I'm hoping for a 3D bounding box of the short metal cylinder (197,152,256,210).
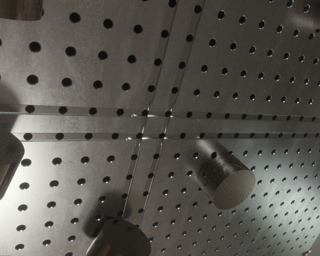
[{"bbox_3d":[0.109,0.087,0.511,0.081,0.050,0.079,-14,125,-21],"label":"short metal cylinder"}]

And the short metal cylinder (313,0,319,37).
[{"bbox_3d":[0.271,-0.163,0.445,0.081,0.050,0.079,-14,124,-21],"label":"short metal cylinder"}]

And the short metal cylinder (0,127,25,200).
[{"bbox_3d":[-0.181,0.032,0.297,0.080,0.080,0.050,20,108,-36],"label":"short metal cylinder"}]

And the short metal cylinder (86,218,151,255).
[{"bbox_3d":[-0.060,0.181,0.456,0.080,0.080,0.050,21,107,-37],"label":"short metal cylinder"}]

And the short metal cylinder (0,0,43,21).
[{"bbox_3d":[-0.129,-0.118,0.233,0.081,0.080,0.050,3,117,-30],"label":"short metal cylinder"}]
